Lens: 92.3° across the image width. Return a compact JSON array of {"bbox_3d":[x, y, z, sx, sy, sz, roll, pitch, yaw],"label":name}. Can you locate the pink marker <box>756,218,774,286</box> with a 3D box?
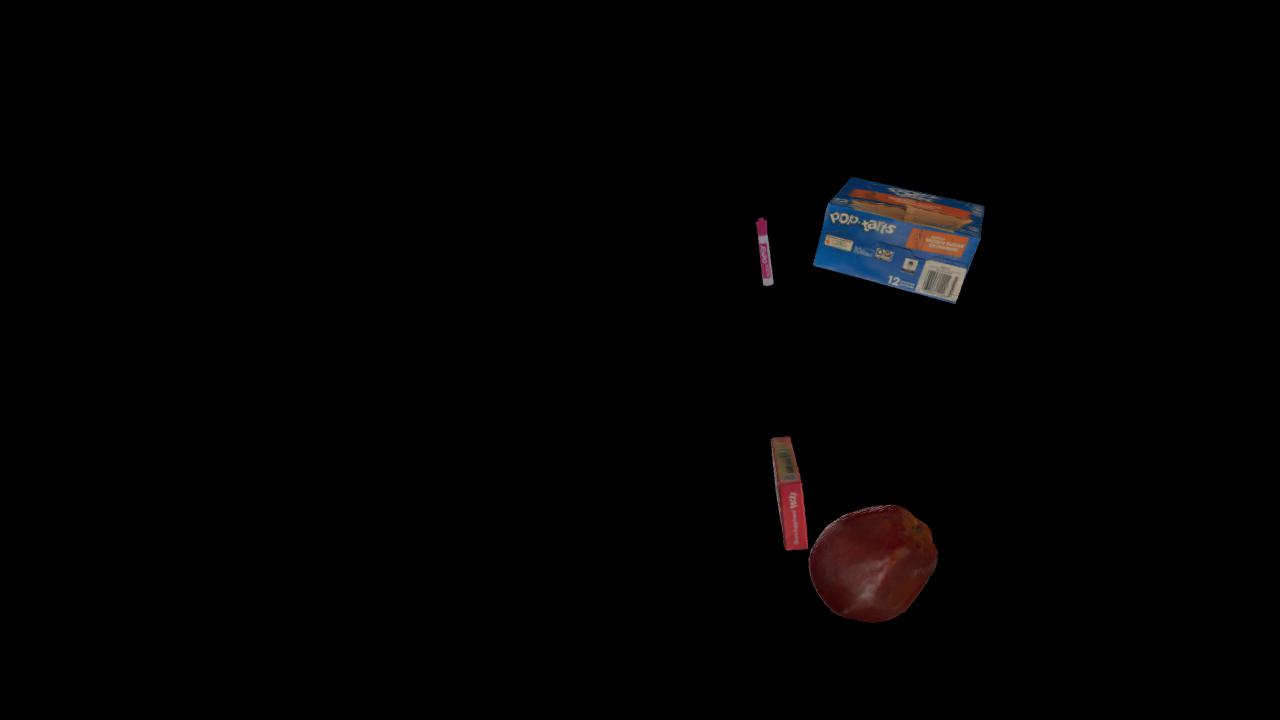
[{"bbox_3d":[0.217,-0.187,1.068,0.020,0.121,0.020,-10,28,5],"label":"pink marker"}]

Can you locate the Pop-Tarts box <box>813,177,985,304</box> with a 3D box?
[{"bbox_3d":[0.316,-0.152,0.749,0.167,0.083,0.141,21,35,20],"label":"Pop-Tarts box"}]

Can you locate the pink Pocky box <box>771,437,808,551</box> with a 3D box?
[{"bbox_3d":[0.184,0.161,0.766,0.029,0.084,0.155,-6,12,10],"label":"pink Pocky box"}]

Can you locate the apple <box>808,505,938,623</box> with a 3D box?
[{"bbox_3d":[0.170,0.149,0.457,0.079,0.093,0.079,29,28,-17],"label":"apple"}]
